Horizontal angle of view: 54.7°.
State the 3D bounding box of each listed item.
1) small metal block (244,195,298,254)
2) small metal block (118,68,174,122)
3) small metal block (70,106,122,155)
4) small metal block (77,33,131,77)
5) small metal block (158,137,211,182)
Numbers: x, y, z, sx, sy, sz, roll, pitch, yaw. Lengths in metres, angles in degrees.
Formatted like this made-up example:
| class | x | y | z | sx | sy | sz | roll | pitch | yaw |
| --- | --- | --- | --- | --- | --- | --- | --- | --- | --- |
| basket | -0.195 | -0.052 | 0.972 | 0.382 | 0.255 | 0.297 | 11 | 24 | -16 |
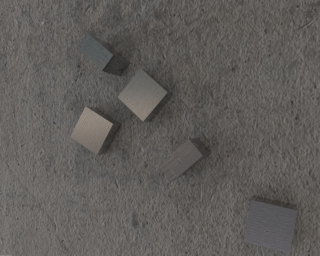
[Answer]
| class | x | y | z | sx | sy | sz | roll | pitch | yaw |
| --- | --- | --- | --- | --- | --- | --- | --- | --- | --- |
| small metal block | 0.129 | 0.112 | 0.363 | 0.050 | 0.025 | 0.050 | 10 | 93 | 19 |
| small metal block | -0.019 | -0.043 | 0.416 | 0.050 | 0.025 | 0.050 | 44 | 103 | 14 |
| small metal block | -0.091 | 0.003 | 0.441 | 0.050 | 0.025 | 0.050 | 32 | 100 | 17 |
| small metal block | -0.076 | -0.099 | 0.422 | 0.050 | 0.050 | 0.025 | 42 | 103 | 15 |
| small metal block | 0.032 | 0.038 | 0.384 | 0.050 | 0.050 | 0.025 | -42 | 77 | 15 |
